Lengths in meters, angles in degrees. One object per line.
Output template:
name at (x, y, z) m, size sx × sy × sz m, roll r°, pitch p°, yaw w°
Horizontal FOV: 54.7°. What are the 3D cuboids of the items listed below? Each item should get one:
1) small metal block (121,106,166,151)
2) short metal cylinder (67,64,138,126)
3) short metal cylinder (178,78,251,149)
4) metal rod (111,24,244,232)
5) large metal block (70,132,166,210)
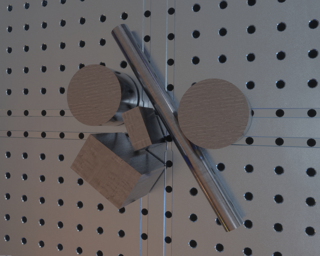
small metal block at (-0.021, 0.001, 0.402) m, size 0.025 × 0.050 × 0.050 m, roll -22°, pitch 83°, yaw 19°
short metal cylinder at (-0.078, -0.043, 0.423) m, size 0.080 × 0.050 × 0.079 m, roll 0°, pitch 90°, yaw 20°
short metal cylinder at (0.067, -0.016, 0.372) m, size 0.080 × 0.050 × 0.079 m, roll 0°, pitch 90°, yaw 20°
metal rod at (0.017, -0.008, 0.402) m, size 0.025 × 0.025 × 0.299 m, roll -33°, pitch 80°, yaw 17°
large metal block at (-0.050, 0.049, 0.396) m, size 0.080 × 0.080 × 0.050 m, roll 36°, pitch 102°, yaw 17°
